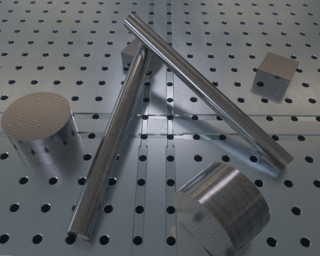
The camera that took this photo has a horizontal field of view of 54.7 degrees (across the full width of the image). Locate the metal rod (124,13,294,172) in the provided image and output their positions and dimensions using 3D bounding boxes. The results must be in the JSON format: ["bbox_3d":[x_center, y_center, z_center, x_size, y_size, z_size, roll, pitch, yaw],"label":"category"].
[{"bbox_3d":[0.054,-0.058,0.419,0.025,0.025,0.300,-35,70,-25],"label":"metal rod"}]

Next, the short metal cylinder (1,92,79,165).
[{"bbox_3d":[-0.148,0.000,0.390,0.081,0.050,0.080,0,50,0],"label":"short metal cylinder"}]

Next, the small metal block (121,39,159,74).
[{"bbox_3d":[-0.028,-0.121,0.509,0.050,0.025,0.050,23,53,18],"label":"small metal block"}]

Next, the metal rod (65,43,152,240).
[{"bbox_3d":[-0.052,-0.011,0.398,0.025,0.025,0.300,10,56,8],"label":"metal rod"}]

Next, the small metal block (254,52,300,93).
[{"bbox_3d":[0.182,-0.088,0.482,0.050,0.025,0.050,25,54,19],"label":"small metal block"}]

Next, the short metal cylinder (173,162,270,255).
[{"bbox_3d":[0.058,0.081,0.304,0.050,0.080,0.080,-34,58,-25],"label":"short metal cylinder"}]
